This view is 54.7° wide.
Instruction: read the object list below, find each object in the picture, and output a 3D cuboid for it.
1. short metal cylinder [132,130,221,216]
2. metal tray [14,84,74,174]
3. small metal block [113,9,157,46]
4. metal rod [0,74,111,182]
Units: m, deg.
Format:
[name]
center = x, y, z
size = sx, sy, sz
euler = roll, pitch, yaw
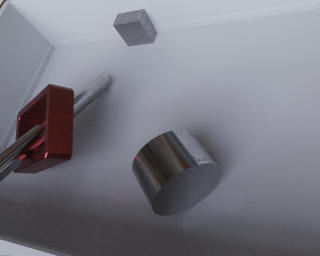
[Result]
[short metal cylinder]
center = 0.017, 0.048, 0.331
size = 0.080, 0.080, 0.050
euler = -37, 51, 3
[metal tray]
center = -0.156, 0.007, 0.408
size = 0.130, 0.030, 0.090
euler = -21, 66, 47
[small metal block]
center = -0.040, -0.163, 0.509
size = 0.050, 0.050, 0.025
euler = 1, 63, 28
[metal rod]
center = -0.161, 0.013, 0.400
size = 0.025, 0.025, 0.301
euler = 7, 40, 31
